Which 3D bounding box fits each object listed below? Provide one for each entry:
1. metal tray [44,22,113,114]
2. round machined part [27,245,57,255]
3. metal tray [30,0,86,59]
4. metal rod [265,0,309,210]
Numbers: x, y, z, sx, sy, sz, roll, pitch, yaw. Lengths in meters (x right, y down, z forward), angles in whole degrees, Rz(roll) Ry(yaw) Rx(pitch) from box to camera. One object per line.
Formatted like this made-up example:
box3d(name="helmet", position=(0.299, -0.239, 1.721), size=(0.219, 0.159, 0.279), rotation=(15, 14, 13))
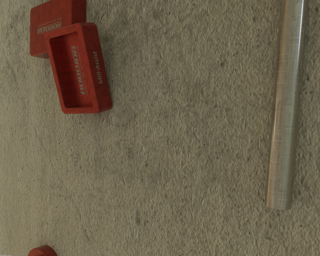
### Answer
box3d(name="metal tray", position=(-0.126, -0.088, 0.478), size=(0.090, 0.030, 0.129), rotation=(1, 106, 38))
box3d(name="round machined part", position=(-0.227, 0.275, 0.578), size=(0.098, 0.042, 0.097), rotation=(0, 90, 39))
box3d(name="metal tray", position=(-0.184, -0.177, 0.550), size=(0.130, 0.030, 0.089), rotation=(2, 91, 39))
box3d(name="metal rod", position=(0.126, -0.071, 0.299), size=(0.025, 0.025, 0.298), rotation=(6, 94, 39))
